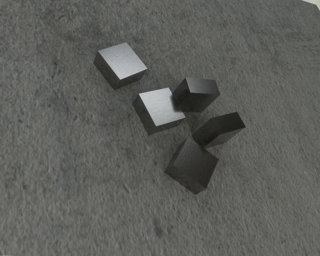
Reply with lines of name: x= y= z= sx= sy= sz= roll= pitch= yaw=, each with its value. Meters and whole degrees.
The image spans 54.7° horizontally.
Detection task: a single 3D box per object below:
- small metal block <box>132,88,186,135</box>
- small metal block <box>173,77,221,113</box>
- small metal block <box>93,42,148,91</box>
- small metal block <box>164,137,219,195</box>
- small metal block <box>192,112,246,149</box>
small metal block: x=-0.002 y=-0.023 z=0.419 sx=0.050 sy=0.025 sz=0.050 roll=-17 pitch=71 yaw=-35
small metal block: x=0.049 y=-0.046 z=0.444 sx=0.050 sy=0.050 sz=0.025 roll=0 pitch=62 yaw=-29
small metal block: x=-0.055 y=-0.086 z=0.428 sx=0.050 sy=0.025 sz=0.050 roll=-31 pitch=79 yaw=-38
small metal block: x=0.041 y=0.048 z=0.398 sx=0.050 sy=0.025 sz=0.050 roll=36 pitch=51 yaw=-4
small metal block: x=0.081 y=0.005 z=0.431 sx=0.050 sy=0.050 sz=0.025 roll=-13 pitch=69 yaw=-34
